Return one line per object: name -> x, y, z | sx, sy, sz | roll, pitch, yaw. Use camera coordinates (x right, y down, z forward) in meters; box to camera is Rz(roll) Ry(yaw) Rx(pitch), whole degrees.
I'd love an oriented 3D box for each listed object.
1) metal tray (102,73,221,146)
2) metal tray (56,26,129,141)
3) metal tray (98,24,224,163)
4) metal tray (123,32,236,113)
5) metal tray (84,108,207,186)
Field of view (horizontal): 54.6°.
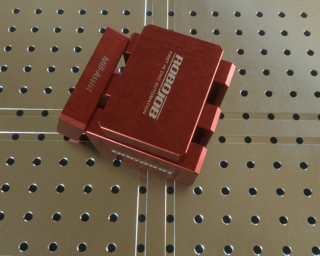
metal tray -> 0.001, -0.015, 0.381 | 0.130, 0.090, 0.030 | 19, 70, 5
metal tray -> -0.086, -0.053, 0.393 | 0.030, 0.090, 0.130 | 27, 71, -14
metal tray -> 0.004, -0.039, 0.327 | 0.090, 0.030, 0.130 | 20, 71, 7
metal tray -> 0.022, -0.067, 0.401 | 0.130, 0.090, 0.030 | 19, 72, 7
metal tray -> -0.016, 0.026, 0.367 | 0.130, 0.090, 0.030 | 20, 72, 7
